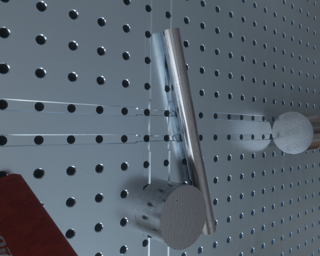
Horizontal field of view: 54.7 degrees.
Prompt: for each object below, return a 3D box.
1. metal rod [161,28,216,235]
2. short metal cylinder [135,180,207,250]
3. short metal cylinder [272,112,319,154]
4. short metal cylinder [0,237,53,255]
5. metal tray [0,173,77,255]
[{"bbox_3d":[0.043,0.011,0.444,0.025,0.025,0.298,-19,102,-38],"label":"metal rod"},{"bbox_3d":[0.015,0.111,0.406,0.081,0.050,0.080,0,90,-40],"label":"short metal cylinder"},{"bbox_3d":[0.266,0.008,0.596,0.050,0.080,0.079,-3,92,-40],"label":"short metal cylinder"},{"bbox_3d":[-0.131,0.134,0.264,0.081,0.080,0.050,-8,95,-40],"label":"short metal cylinder"},{"bbox_3d":[-0.127,0.096,0.236,0.091,0.130,0.030,-19,132,-38],"label":"metal tray"}]
